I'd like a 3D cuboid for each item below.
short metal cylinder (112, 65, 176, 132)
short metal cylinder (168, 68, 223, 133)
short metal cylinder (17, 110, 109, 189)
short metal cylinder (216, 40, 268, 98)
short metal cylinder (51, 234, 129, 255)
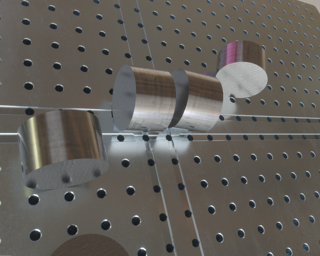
[{"bbox_3d":[-0.022,-0.035,0.384,0.050,0.080,0.080,3,61,-27],"label":"short metal cylinder"},{"bbox_3d":[0.041,-0.036,0.419,0.050,0.080,0.080,9,58,-24],"label":"short metal cylinder"},{"bbox_3d":[-0.096,0.023,0.308,0.081,0.080,0.050,-3,64,-30],"label":"short metal cylinder"},{"bbox_3d":[0.132,-0.094,0.504,0.080,0.080,0.050,23,53,-15],"label":"short metal cylinder"},{"bbox_3d":[-0.067,0.139,0.272,0.081,0.050,0.080,14,56,-21],"label":"short metal cylinder"}]
